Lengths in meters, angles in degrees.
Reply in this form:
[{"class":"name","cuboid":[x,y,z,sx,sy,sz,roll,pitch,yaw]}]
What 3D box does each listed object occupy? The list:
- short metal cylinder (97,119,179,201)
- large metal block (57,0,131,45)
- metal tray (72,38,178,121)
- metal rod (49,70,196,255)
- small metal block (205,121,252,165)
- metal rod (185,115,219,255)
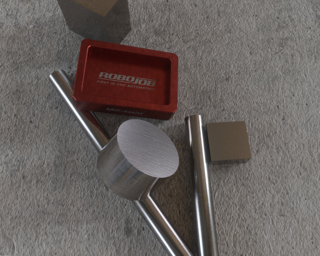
[{"class":"short metal cylinder","cuboid":[-0.025,0.036,0.360,0.080,0.050,0.080,25,38,-21]},{"class":"large metal block","cuboid":[-0.091,-0.165,0.438,0.080,0.080,0.050,30,73,10]},{"class":"metal tray","cuboid":[-0.043,-0.063,0.413,0.131,0.030,0.090,7,69,-11]},{"class":"metal rod","cuboid":[-0.056,0.041,0.392,0.025,0.025,0.300,-34,74,-12]},{"class":"small metal block","cuboid":[0.086,0.020,0.402,0.050,0.025,0.050,-4,70,-2]},{"class":"metal rod","cuboid":[0.054,0.127,0.362,0.025,0.025,0.299,-3,70,-2]}]
